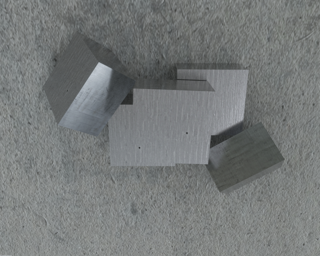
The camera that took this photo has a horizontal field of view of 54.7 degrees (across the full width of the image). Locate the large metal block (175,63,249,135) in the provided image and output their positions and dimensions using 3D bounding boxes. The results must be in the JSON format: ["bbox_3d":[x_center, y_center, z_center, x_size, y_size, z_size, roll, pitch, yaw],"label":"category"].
[{"bbox_3d":[0.059,-0.037,0.385,0.081,0.050,0.079,0,110,-1],"label":"large metal block"}]

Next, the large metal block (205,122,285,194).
[{"bbox_3d":[0.105,0.042,0.392,0.080,0.080,0.050,-29,70,10],"label":"large metal block"}]

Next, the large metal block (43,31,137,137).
[{"bbox_3d":[-0.084,-0.050,0.355,0.050,0.080,0.080,22,112,-43],"label":"large metal block"}]

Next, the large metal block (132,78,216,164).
[{"bbox_3d":[0.012,-0.008,0.339,0.081,0.050,0.079,2,110,-1],"label":"large metal block"}]

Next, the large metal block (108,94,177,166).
[{"bbox_3d":[-0.021,0.002,0.396,0.081,0.050,0.079,0,110,-1],"label":"large metal block"}]
